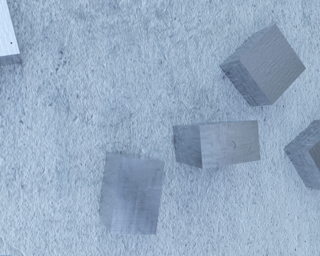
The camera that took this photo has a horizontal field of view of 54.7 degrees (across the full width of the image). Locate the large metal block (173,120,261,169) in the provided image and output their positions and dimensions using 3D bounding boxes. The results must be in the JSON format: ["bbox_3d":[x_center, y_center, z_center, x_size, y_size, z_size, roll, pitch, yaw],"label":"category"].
[{"bbox_3d":[0.071,0.018,0.406,0.081,0.080,0.050,-5,92,-20],"label":"large metal block"}]

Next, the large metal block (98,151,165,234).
[{"bbox_3d":[-0.036,0.073,0.366,0.050,0.080,0.080,8,88,-20],"label":"large metal block"}]

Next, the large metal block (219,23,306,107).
[{"bbox_3d":[0.149,-0.088,0.450,0.080,0.050,0.080,-44,104,-15],"label":"large metal block"}]

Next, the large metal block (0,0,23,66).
[{"bbox_3d":[-0.197,-0.106,0.323,0.081,0.050,0.080,-14,95,-20],"label":"large metal block"}]

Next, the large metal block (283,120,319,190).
[{"bbox_3d":[0.259,0.042,0.491,0.080,0.050,0.080,-37,102,-16],"label":"large metal block"}]
